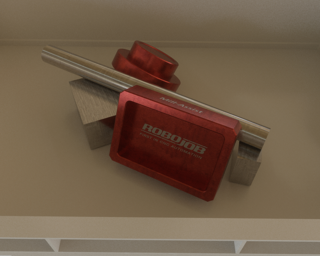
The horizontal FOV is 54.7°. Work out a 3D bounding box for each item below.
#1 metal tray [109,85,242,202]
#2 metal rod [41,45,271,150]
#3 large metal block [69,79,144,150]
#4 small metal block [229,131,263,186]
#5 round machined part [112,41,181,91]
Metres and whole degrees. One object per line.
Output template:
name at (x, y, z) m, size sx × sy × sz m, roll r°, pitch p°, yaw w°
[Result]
metal tray at (0.012, 0.015, 0.344) m, size 0.130 × 0.089 × 0.030 m, roll 21°, pitch 26°, yaw 16°
metal rod at (-0.019, -0.044, 0.374) m, size 0.301 × 0.025 × 0.025 m, roll 23°, pitch 54°, yaw 18°
large metal block at (-0.066, -0.028, 0.409) m, size 0.081 × 0.050 × 0.080 m, roll -18°, pitch 52°, yaw -15°
small metal block at (0.101, 0.031, 0.362) m, size 0.025 × 0.050 × 0.050 m, roll 11°, pitch 51°, yaw 9°
round machined part at (-0.013, -0.087, 0.431) m, size 0.098 × 0.042 × 0.098 m, roll 26°, pitch 20°, yaw -10°
